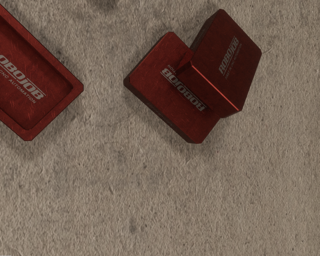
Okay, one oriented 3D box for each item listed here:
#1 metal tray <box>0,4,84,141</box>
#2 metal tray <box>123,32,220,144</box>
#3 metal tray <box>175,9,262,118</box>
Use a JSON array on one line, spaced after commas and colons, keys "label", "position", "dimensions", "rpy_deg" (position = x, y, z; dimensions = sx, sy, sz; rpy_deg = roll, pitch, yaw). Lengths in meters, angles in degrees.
[{"label": "metal tray", "position": [-0.164, -0.059, 0.345], "dimensions": [0.130, 0.030, 0.090], "rpy_deg": [46, 76, -15]}, {"label": "metal tray", "position": [0.028, -0.052, 0.418], "dimensions": [0.130, 0.030, 0.090], "rpy_deg": [42, 77, -16]}, {"label": "metal tray", "position": [0.083, -0.088, 0.411], "dimensions": [0.090, 0.030, 0.130], "rpy_deg": [41, 53, -16]}]
